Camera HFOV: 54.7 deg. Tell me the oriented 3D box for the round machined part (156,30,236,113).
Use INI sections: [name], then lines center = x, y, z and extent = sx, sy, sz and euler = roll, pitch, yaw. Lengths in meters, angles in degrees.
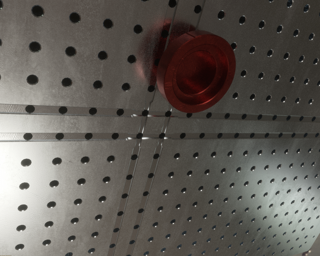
[round machined part]
center = 0.040, -0.071, 0.380
extent = 0.099, 0.042, 0.097
euler = -14, 125, -21
